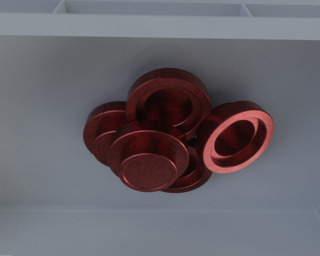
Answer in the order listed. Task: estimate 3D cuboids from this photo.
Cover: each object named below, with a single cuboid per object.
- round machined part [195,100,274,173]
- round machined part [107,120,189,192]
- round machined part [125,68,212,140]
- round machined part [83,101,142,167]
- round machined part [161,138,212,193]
[{"bbox_3d":[0.088,0.007,0.389,0.099,0.042,0.097,-13,129,-16],"label":"round machined part"},{"bbox_3d":[-0.014,0.040,0.373,0.099,0.042,0.097,-1,130,0],"label":"round machined part"},{"bbox_3d":[0.010,-0.030,0.371,0.099,0.042,0.097,-1,130,0],"label":"round machined part"},{"bbox_3d":[-0.051,0.016,0.407,0.099,0.042,0.097,-1,130,0],"label":"round machined part"},{"bbox_3d":[0.022,0.045,0.434,0.099,0.042,0.097,-1,130,0],"label":"round machined part"}]
